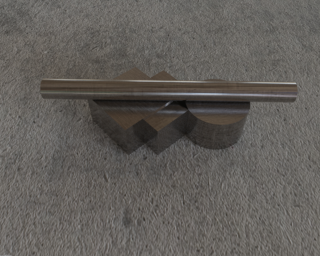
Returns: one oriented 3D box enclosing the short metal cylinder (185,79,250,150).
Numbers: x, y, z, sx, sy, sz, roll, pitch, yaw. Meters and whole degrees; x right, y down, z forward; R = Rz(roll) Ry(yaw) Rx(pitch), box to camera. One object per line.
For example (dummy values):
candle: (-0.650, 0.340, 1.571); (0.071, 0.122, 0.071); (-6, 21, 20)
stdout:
short metal cylinder: (0.072, -0.019, 0.404); (0.081, 0.050, 0.080); (0, 50, 0)

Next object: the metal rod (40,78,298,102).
metal rod: (0.010, -0.045, 0.376); (0.302, 0.025, 0.025); (1, 50, 0)

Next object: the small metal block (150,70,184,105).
small metal block: (0.012, -0.043, 0.425); (0.025, 0.050, 0.050); (-35, 59, -26)

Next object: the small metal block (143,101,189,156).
small metal block: (0.007, 0.000, 0.390); (0.050, 0.050, 0.025); (-35, 59, -26)

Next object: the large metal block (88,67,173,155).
large metal block: (-0.037, -0.025, 0.407); (0.080, 0.050, 0.080); (-35, 58, -26)
